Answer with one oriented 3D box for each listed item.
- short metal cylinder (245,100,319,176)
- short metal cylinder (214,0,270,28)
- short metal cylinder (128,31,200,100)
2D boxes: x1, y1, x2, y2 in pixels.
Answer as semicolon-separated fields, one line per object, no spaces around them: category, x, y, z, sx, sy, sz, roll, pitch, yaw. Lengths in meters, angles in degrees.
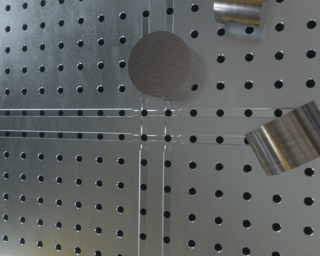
short metal cylinder;0.140;0.011;0.334;0.080;0.080;0.050;-29;81;17
short metal cylinder;0.097;-0.157;0.349;0.050;0.080;0.079;15;95;19
short metal cylinder;0.006;-0.077;0.396;0.080;0.050;0.079;0;90;19
